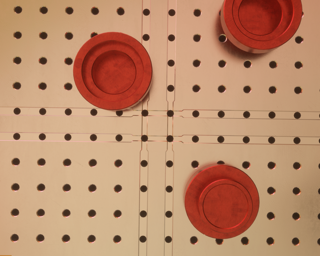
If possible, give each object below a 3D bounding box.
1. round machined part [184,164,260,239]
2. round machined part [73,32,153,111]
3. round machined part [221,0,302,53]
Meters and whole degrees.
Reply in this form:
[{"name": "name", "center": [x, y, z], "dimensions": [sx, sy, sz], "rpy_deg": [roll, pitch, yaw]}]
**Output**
[{"name": "round machined part", "center": [0.082, 0.097, 0.405], "dimensions": [0.099, 0.042, 0.097], "rpy_deg": [0, 90, 0]}, {"name": "round machined part", "center": [-0.058, -0.071, 0.404], "dimensions": [0.099, 0.042, 0.097], "rpy_deg": [0, 90, 0]}, {"name": "round machined part", "center": [0.128, -0.146, 0.406], "dimensions": [0.099, 0.042, 0.097], "rpy_deg": [0, 90, 0]}]
